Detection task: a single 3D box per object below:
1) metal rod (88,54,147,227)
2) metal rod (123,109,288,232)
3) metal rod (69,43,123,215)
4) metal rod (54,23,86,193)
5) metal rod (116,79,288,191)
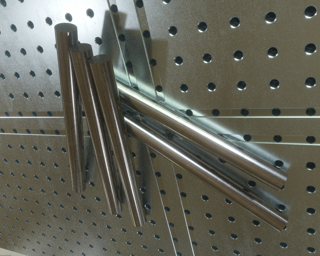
[{"bbox_3d":[-0.051,0.040,0.435,0.025,0.025,0.298,10,131,22],"label":"metal rod"},{"bbox_3d":[0.034,0.044,0.419,0.301,0.025,0.025,33,129,6],"label":"metal rod"},{"bbox_3d":[-0.083,0.025,0.443,0.025,0.025,0.298,14,132,20],"label":"metal rod"},{"bbox_3d":[-0.125,-0.005,0.450,0.025,0.025,0.298,23,134,14],"label":"metal rod"},{"bbox_3d":[0.018,-0.008,0.395,0.301,0.025,0.025,29,128,9],"label":"metal rod"}]
